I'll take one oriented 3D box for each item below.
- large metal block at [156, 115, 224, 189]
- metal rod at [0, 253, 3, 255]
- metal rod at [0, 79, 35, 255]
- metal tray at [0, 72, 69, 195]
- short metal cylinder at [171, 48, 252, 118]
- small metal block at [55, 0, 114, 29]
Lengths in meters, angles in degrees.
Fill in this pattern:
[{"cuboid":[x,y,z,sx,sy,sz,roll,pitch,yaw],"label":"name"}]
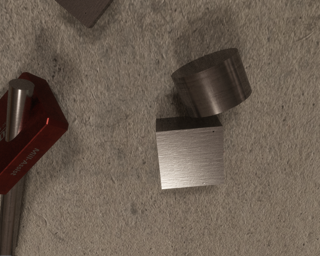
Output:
[{"cuboid":[0.039,0.030,0.408,0.080,0.050,0.079,-5,110,1],"label":"large metal block"},{"cuboid":[-0.222,0.248,0.498,0.025,0.025,0.300,-38,106,12],"label":"metal rod"},{"cuboid":[-0.193,0.074,0.404,0.025,0.025,0.298,17,120,-7],"label":"metal rod"},{"cuboid":[-0.178,0.007,0.377,0.130,0.090,0.030,-43,149,14],"label":"metal tray"},{"cuboid":[0.060,-0.053,0.362,0.080,0.080,0.050,-22,109,7],"label":"short metal cylinder"},{"cuboid":[-0.085,-0.151,0.353,0.050,0.025,0.050,39,105,-14],"label":"small metal block"}]
